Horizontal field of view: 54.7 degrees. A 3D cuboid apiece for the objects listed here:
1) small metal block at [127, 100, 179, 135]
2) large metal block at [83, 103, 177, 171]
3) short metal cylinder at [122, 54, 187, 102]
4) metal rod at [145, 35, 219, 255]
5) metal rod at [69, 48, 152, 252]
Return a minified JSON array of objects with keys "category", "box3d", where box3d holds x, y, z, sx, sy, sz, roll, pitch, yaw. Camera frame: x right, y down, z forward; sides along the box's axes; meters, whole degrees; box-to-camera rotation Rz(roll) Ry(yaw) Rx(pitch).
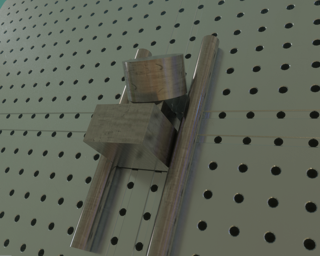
[{"category":"small metal block","box3d":[-0.010,-0.013,0.405,0.050,0.050,0.025,2,63,28]},{"category":"large metal block","box3d":[-0.031,0.013,0.378,0.080,0.080,0.050,1,62,28]},{"category":"short metal cylinder","box3d":[-0.006,-0.068,0.410,0.080,0.050,0.080,-7,16,2]},{"category":"metal rod","box3d":[0.035,0.006,0.386,0.025,0.025,0.300,2,62,29]},{"category":"metal rod","box3d":[-0.060,0.013,0.432,0.025,0.025,0.300,1,62,28]}]
